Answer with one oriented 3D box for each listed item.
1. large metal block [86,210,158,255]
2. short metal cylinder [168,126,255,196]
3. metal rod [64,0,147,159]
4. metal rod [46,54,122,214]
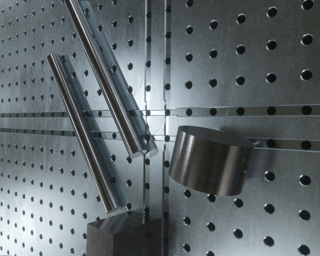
[{"bbox_3d":[-0.050,0.163,0.413,0.050,0.081,0.079,4,93,39],"label":"large metal block"},{"bbox_3d":[0.053,0.032,0.328,0.080,0.081,0.050,20,103,38],"label":"short metal cylinder"},{"bbox_3d":[-0.091,-0.090,0.481,0.025,0.025,0.299,-39,67,33],"label":"metal rod"},{"bbox_3d":[-0.132,-0.002,0.515,0.025,0.025,0.299,-40,66,32],"label":"metal rod"}]
